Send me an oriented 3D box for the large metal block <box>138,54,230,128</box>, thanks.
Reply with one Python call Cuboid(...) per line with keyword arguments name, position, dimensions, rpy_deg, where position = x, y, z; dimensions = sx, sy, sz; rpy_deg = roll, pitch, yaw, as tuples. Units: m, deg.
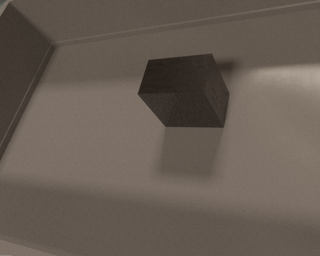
Cuboid(name="large metal block", position=(0.032, -0.041, 0.378), dimensions=(0.080, 0.080, 0.050), rpy_deg=(1, 62, 28))
